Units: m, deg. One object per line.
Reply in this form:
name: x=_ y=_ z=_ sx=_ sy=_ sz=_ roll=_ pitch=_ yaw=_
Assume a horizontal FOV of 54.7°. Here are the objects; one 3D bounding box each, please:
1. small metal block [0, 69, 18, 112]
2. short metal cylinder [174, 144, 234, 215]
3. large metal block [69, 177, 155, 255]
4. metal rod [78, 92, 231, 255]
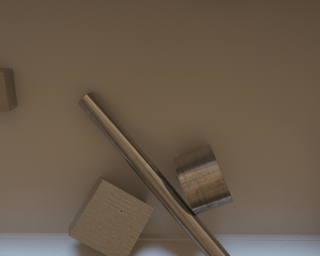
small metal block: x=-0.213 y=-0.049 z=0.390 sx=0.050 sy=0.025 sz=0.050 roll=2 pitch=110 yaw=-1
short metal cylinder: x=0.057 y=0.067 z=0.408 sx=0.050 sy=0.080 sz=0.080 roll=-22 pitch=109 yaw=8
large metal block: x=-0.067 y=0.123 z=0.425 sx=0.080 sy=0.050 sz=0.080 roll=33 pitch=77 yaw=-12
metal rod: x=0.001 y=0.076 z=0.399 sx=0.025 sy=0.025 sz=0.300 roll=-40 pitch=91 yaw=13
